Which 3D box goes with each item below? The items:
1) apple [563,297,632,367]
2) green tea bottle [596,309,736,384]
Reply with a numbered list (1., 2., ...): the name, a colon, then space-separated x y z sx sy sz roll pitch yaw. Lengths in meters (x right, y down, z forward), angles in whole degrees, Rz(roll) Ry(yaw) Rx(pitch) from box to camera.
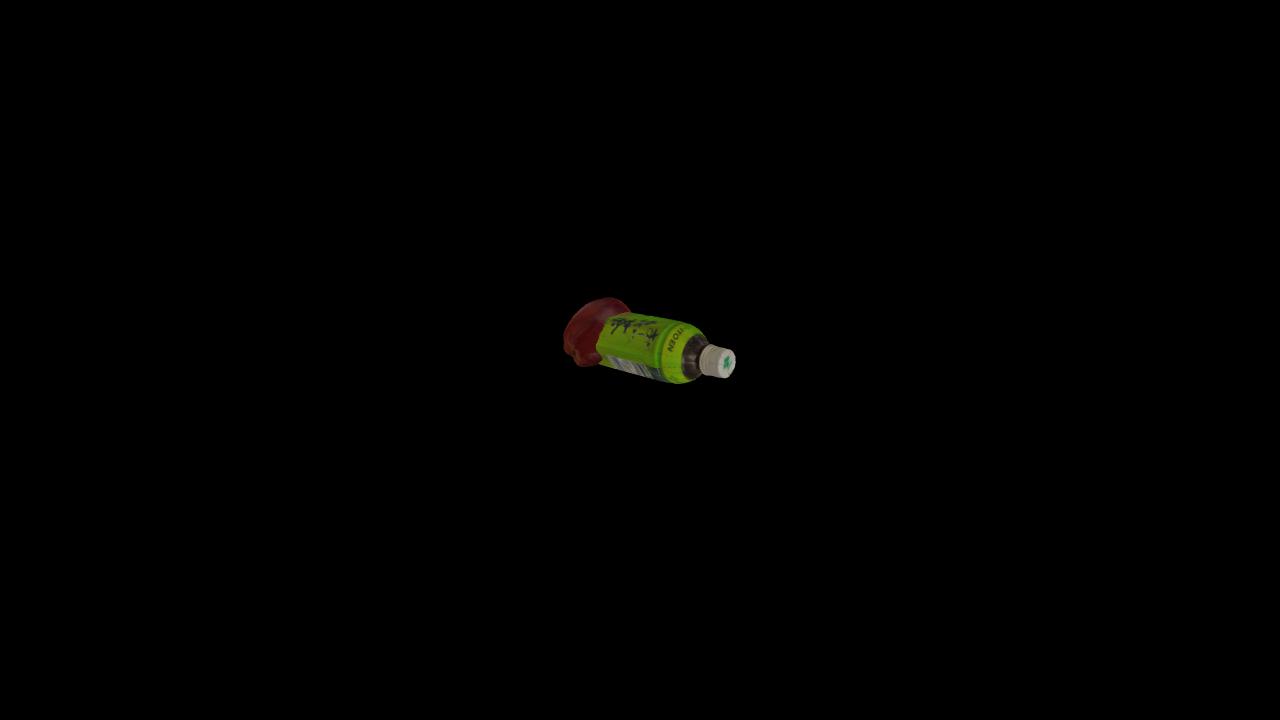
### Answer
1. apple: -0.046 -0.033 0.746 0.093 0.079 0.079 -35 18 -28
2. green tea bottle: 0.014 -0.014 0.695 0.212 0.073 0.073 16 11 42
